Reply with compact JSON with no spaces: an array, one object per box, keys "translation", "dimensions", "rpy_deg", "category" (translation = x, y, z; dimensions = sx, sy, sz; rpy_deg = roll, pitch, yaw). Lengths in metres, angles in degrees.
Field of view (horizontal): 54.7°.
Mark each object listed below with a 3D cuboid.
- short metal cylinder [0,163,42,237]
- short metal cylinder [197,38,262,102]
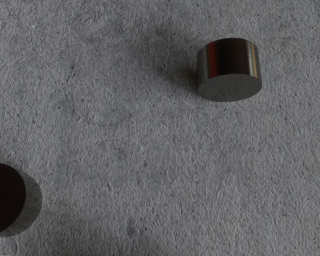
[{"translation":[-0.187,0.086,0.362],"dimensions":[0.081,0.050,0.080],"rpy_deg":[0,70,0],"category":"short metal cylinder"},{"translation":[0.090,-0.073,0.406],"dimensions":[0.080,0.080,0.050],"rpy_deg":[0,70,0],"category":"short metal cylinder"}]
